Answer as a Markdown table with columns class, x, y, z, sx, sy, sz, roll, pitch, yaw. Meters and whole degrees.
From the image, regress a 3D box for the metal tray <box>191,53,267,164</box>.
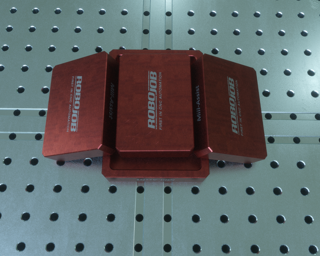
| class | x | y | z | sx | sy | sz | roll | pitch | yaw |
| --- | --- | --- | --- | --- | --- | --- | --- | --- | --- |
| metal tray | 0.087 | -0.024 | 0.399 | 0.091 | 0.030 | 0.130 | 9 | 68 | -26 |

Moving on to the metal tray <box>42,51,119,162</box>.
| class | x | y | z | sx | sy | sz | roll | pitch | yaw |
| --- | --- | --- | --- | --- | --- | --- | --- | --- | --- |
| metal tray | -0.100 | -0.027 | 0.399 | 0.090 | 0.030 | 0.130 | -9 | 68 | 24 |

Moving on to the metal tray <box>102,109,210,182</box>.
| class | x | y | z | sx | sy | sz | roll | pitch | yaw |
| --- | --- | --- | --- | --- | --- | --- | --- | --- | --- |
| metal tray | -0.005 | 0.022 | 0.401 | 0.131 | 0.030 | 0.090 | 0 | 70 | -1 |

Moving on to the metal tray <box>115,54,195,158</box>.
| class | x | y | z | sx | sy | sz | roll | pitch | yaw |
| --- | --- | --- | --- | --- | --- | --- | --- | --- | --- |
| metal tray | -0.006 | -0.030 | 0.388 | 0.091 | 0.030 | 0.130 | 0 | 70 | -1 |

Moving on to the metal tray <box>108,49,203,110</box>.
| class | x | y | z | sx | sy | sz | roll | pitch | yaw |
| --- | --- | --- | --- | --- | --- | --- | --- | --- | --- |
| metal tray | -0.006 | -0.063 | 0.432 | 0.131 | 0.030 | 0.090 | 0 | 70 | -1 |
